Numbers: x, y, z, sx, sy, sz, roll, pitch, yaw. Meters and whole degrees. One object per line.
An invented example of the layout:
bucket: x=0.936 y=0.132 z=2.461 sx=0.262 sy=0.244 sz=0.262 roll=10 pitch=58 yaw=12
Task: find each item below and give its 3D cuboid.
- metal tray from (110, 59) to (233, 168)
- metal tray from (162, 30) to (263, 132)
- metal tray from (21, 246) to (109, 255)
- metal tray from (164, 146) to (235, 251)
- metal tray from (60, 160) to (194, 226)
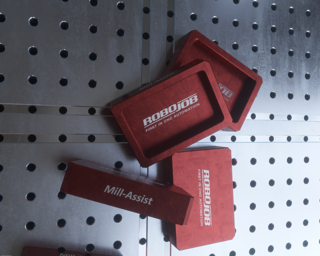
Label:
metal tray: x=0.015 y=-0.019 z=0.390 sx=0.130 sy=0.030 sz=0.090 roll=-27 pitch=109 yaw=-3
metal tray: x=0.072 y=-0.063 z=0.436 sx=0.130 sy=0.030 sz=0.090 roll=30 pitch=80 yaw=-18
metal tray: x=-0.108 y=0.199 z=0.370 sx=0.131 sy=0.030 sz=0.090 roll=16 pitch=85 yaw=-19
metal tray: x=0.055 y=0.093 z=0.430 sx=0.091 sy=0.030 sz=0.129 roll=-3 pitch=91 yaw=-20
metal tray: x=-0.035 y=0.069 z=0.348 sx=0.131 sy=0.090 sz=0.030 roll=17 pitch=84 yaw=-4
